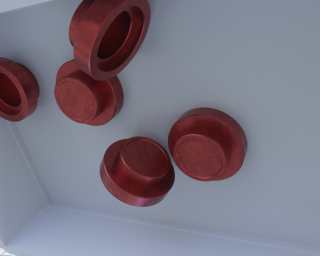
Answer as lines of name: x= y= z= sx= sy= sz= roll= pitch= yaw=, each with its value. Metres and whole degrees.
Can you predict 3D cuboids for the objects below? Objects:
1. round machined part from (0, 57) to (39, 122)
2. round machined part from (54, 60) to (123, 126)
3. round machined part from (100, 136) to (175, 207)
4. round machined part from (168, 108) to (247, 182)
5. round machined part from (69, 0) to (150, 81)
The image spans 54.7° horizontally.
round machined part: x=-0.227 y=-0.062 z=0.476 sx=0.098 sy=0.042 sz=0.097 roll=13 pitch=124 yaw=20
round machined part: x=-0.103 y=-0.045 z=0.422 sx=0.098 sy=0.042 sz=0.097 roll=13 pitch=124 yaw=20
round machined part: x=-0.025 y=0.049 z=0.404 sx=0.098 sy=0.098 sz=0.042 roll=33 pitch=129 yaw=6
round machined part: x=0.055 y=0.027 z=0.385 sx=0.098 sy=0.042 sz=0.097 roll=13 pitch=124 yaw=20
round machined part: x=-0.056 y=-0.102 z=0.327 sx=0.042 sy=0.099 sz=0.097 roll=35 pitch=129 yaw=12
